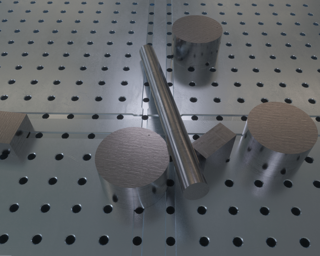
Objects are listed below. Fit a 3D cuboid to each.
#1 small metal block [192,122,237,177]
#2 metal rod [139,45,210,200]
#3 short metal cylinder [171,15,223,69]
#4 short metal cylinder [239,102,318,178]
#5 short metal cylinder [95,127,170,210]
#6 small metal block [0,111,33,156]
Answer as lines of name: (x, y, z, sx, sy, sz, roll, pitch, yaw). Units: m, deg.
small metal block: (0.060, 0.029, 0.368, 0.050, 0.050, 0.025, -34, 58, -25)
metal rod: (0.006, -0.034, 0.401, 0.025, 0.025, 0.300, -8, 40, -7)
short metal cylinder: (0.059, -0.143, 0.512, 0.081, 0.050, 0.080, 0, 50, 0)
short metal cylinder: (0.143, 0.013, 0.381, 0.081, 0.050, 0.080, 0, 50, 0)
short metal cylinder: (-0.030, 0.045, 0.353, 0.081, 0.050, 0.080, 0, 50, 0)
small metal block: (-0.203, 0.005, 0.401, 0.050, 0.025, 0.050, 6, 50, 5)
